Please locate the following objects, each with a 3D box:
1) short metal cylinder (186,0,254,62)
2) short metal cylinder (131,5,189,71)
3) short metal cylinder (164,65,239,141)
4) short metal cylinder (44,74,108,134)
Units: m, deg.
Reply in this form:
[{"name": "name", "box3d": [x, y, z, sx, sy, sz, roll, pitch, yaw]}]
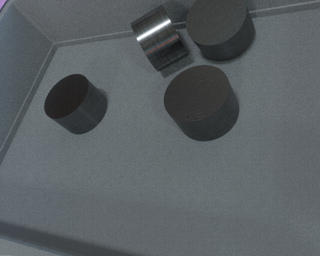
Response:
[{"name": "short metal cylinder", "box3d": [0.082, -0.137, 0.419, 0.080, 0.050, 0.080, -7, 73, 26]}, {"name": "short metal cylinder", "box3d": [0.001, -0.129, 0.450, 0.050, 0.080, 0.080, -28, 52, 11]}, {"name": "short metal cylinder", "box3d": [0.052, -0.030, 0.381, 0.080, 0.050, 0.080, -13, 56, 21]}, {"name": "short metal cylinder", "box3d": [-0.130, -0.037, 0.481, 0.080, 0.050, 0.080, -13, 56, 21]}]
